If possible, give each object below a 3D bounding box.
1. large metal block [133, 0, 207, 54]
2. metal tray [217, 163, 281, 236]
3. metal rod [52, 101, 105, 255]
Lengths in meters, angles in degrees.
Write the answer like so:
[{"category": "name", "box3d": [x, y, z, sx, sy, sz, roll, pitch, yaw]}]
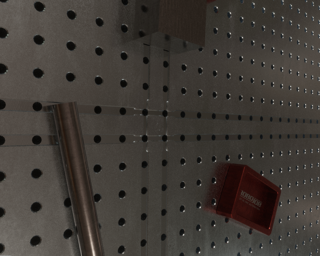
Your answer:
[{"category": "large metal block", "box3d": [0.015, -0.150, 0.407, 0.081, 0.050, 0.080, 5, 87, -40]}, {"category": "metal tray", "box3d": [0.160, 0.127, 0.543, 0.130, 0.030, 0.090, 32, 70, -36]}, {"category": "metal rod", "box3d": [-0.079, 0.120, 0.344, 0.025, 0.025, 0.298, -15, 100, -39]}]
